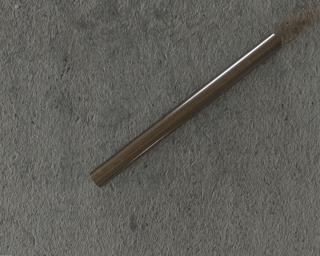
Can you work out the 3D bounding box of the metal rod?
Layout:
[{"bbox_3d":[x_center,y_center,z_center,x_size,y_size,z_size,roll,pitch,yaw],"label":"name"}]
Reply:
[{"bbox_3d":[0.034,-0.023,0.410,0.300,0.025,0.025,-38,90,0],"label":"metal rod"}]
